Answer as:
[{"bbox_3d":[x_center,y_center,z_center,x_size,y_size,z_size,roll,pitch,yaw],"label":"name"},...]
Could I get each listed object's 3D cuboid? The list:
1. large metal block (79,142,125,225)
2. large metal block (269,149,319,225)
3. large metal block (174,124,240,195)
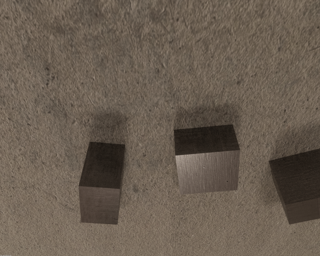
[{"bbox_3d":[-0.080,0.077,0.436,0.050,0.080,0.079,5,130,-5],"label":"large metal block"},{"bbox_3d":[0.211,0.082,0.445,0.080,0.080,0.050,-16,128,13],"label":"large metal block"},{"bbox_3d":[0.064,0.045,0.430,0.080,0.050,0.080,-5,130,4],"label":"large metal block"}]
